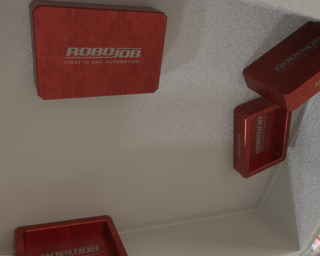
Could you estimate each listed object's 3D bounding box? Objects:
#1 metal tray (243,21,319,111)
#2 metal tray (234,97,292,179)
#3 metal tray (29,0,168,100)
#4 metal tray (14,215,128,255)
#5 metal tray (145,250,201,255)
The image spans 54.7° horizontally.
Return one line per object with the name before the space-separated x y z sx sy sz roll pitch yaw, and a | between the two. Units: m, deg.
metal tray | 0.192 -0.088 0.419 0.130 0.090 0.030 -36 130 -4
metal tray | 0.167 0.013 0.507 0.091 0.030 0.129 -21 127 -16
metal tray | -0.062 -0.080 0.323 0.131 0.030 0.089 -7 122 -25
metal tray | -0.116 0.164 0.405 0.131 0.090 0.030 1 118 -29
metal tray | 0.015 0.278 0.590 0.131 0.030 0.090 18 109 -36
